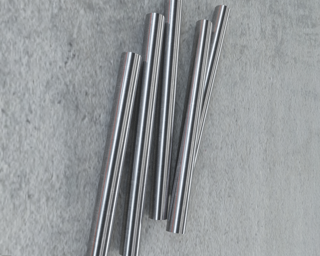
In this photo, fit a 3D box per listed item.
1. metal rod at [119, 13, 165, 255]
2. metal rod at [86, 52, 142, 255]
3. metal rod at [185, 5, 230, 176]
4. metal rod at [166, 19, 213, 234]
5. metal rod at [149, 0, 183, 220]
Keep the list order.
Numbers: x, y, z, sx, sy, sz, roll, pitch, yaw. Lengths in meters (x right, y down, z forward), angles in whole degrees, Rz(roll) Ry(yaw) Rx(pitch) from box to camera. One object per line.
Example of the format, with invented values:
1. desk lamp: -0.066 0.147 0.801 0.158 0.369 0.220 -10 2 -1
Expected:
1. metal rod: -0.022 0.004 0.388 0.025 0.025 0.298 10 84 -40
2. metal rod: -0.057 0.059 0.358 0.025 0.025 0.298 15 81 -39
3. metal rod: 0.063 -0.045 0.459 0.025 0.025 0.299 24 75 -38
4. metal rod: 0.043 -0.011 0.427 0.025 0.025 0.299 20 73 -39
5. metal rod: 0.008 -0.031 0.413 0.025 0.025 0.298 7 86 -40
